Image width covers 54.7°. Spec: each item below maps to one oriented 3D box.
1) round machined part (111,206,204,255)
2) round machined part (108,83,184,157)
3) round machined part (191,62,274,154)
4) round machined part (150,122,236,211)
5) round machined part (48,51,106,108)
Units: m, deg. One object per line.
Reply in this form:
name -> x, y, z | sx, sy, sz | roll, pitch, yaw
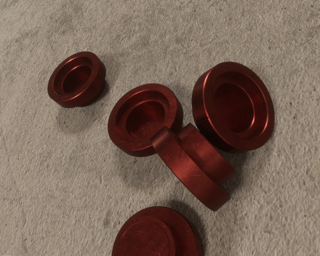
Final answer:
round machined part -> -0.008, 0.128, 0.318 | 0.098, 0.042, 0.098 | -13, 56, 20
round machined part -> -0.015, -0.007, 0.403 | 0.098, 0.042, 0.098 | -13, 56, 20
round machined part -> 0.075, -0.020, 0.341 | 0.042, 0.099, 0.098 | -27, 42, 57
round machined part -> 0.038, 0.033, 0.315 | 0.042, 0.098, 0.098 | -43, 51, 4
round machined part -> -0.129, -0.073, 0.503 | 0.098, 0.042, 0.098 | -13, 56, 20
